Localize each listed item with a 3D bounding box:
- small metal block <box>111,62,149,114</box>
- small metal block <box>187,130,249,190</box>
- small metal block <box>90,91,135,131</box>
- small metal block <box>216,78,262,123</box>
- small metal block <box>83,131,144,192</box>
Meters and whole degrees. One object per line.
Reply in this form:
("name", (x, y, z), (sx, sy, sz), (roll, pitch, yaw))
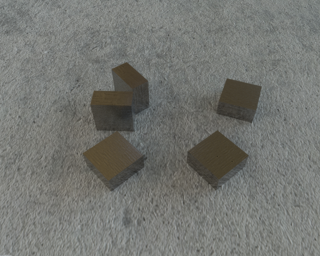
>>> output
("small metal block", (-0.041, -0.055, 0.433), (0.025, 0.050, 0.050), (-31, 57, -23))
("small metal block", (0.068, 0.038, 0.372), (0.050, 0.025, 0.050), (-33, 57, -24))
("small metal block", (-0.059, -0.021, 0.404), (0.050, 0.050, 0.025), (1, 50, 1))
("small metal block", (0.112, -0.039, 0.437), (0.050, 0.025, 0.050), (16, 52, 13))
("small metal block", (-0.055, 0.039, 0.370), (0.050, 0.025, 0.050), (-35, 58, -26))
